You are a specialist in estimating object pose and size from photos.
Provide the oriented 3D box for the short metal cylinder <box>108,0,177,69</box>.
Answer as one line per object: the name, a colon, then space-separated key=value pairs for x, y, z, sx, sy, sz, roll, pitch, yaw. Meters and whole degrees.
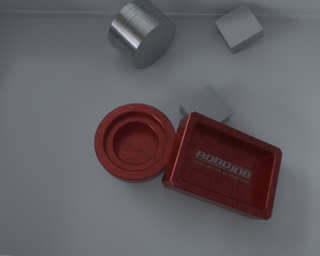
short metal cylinder: x=-0.024 y=-0.128 z=0.427 sx=0.080 sy=0.080 sz=0.050 roll=-41 pitch=76 yaw=-14

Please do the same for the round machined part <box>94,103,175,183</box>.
round machined part: x=-0.030 y=0.021 z=0.392 sx=0.099 sy=0.042 sz=0.098 roll=0 pitch=70 yaw=-1

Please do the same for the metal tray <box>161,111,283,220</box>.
metal tray: x=0.077 y=0.046 z=0.368 sx=0.131 sy=0.030 sz=0.090 roll=22 pitch=70 yaw=-13

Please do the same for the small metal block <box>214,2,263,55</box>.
small metal block: x=0.116 y=-0.145 z=0.455 sx=0.050 sy=0.025 sz=0.050 roll=-30 pitch=74 yaw=12

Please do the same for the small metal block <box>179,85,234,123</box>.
small metal block: x=0.062 y=-0.022 z=0.418 sx=0.050 sy=0.025 sz=0.050 roll=-34 pitch=74 yaw=-12
